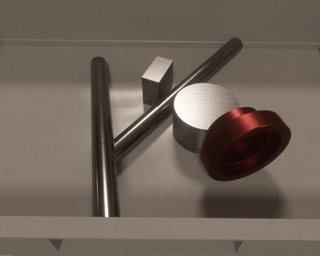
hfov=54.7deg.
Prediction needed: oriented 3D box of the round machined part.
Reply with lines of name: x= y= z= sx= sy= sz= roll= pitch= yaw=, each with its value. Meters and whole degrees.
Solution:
round machined part: x=0.090 y=0.014 z=0.347 sx=0.099 sy=0.097 sz=0.042 roll=-15 pitch=52 yaw=-13

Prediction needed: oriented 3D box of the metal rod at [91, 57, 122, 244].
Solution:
metal rod: x=-0.071 y=-0.004 z=0.380 sx=0.025 sy=0.025 sz=0.300 roll=-7 pitch=42 yaw=-7

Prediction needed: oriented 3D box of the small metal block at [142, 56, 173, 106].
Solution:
small metal block: x=-0.003 y=-0.065 z=0.444 sx=0.025 sy=0.050 sz=0.050 roll=19 pitch=52 yaw=15

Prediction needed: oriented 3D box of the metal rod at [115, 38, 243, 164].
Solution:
metal rod: x=0.034 y=-0.053 z=0.450 sx=0.025 sy=0.025 sz=0.301 roll=32 pitch=57 yaw=24

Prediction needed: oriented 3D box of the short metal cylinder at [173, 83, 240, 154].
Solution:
short metal cylinder: x=0.058 y=-0.013 z=0.400 sx=0.081 sy=0.050 sz=0.080 roll=0 pitch=50 yaw=0
